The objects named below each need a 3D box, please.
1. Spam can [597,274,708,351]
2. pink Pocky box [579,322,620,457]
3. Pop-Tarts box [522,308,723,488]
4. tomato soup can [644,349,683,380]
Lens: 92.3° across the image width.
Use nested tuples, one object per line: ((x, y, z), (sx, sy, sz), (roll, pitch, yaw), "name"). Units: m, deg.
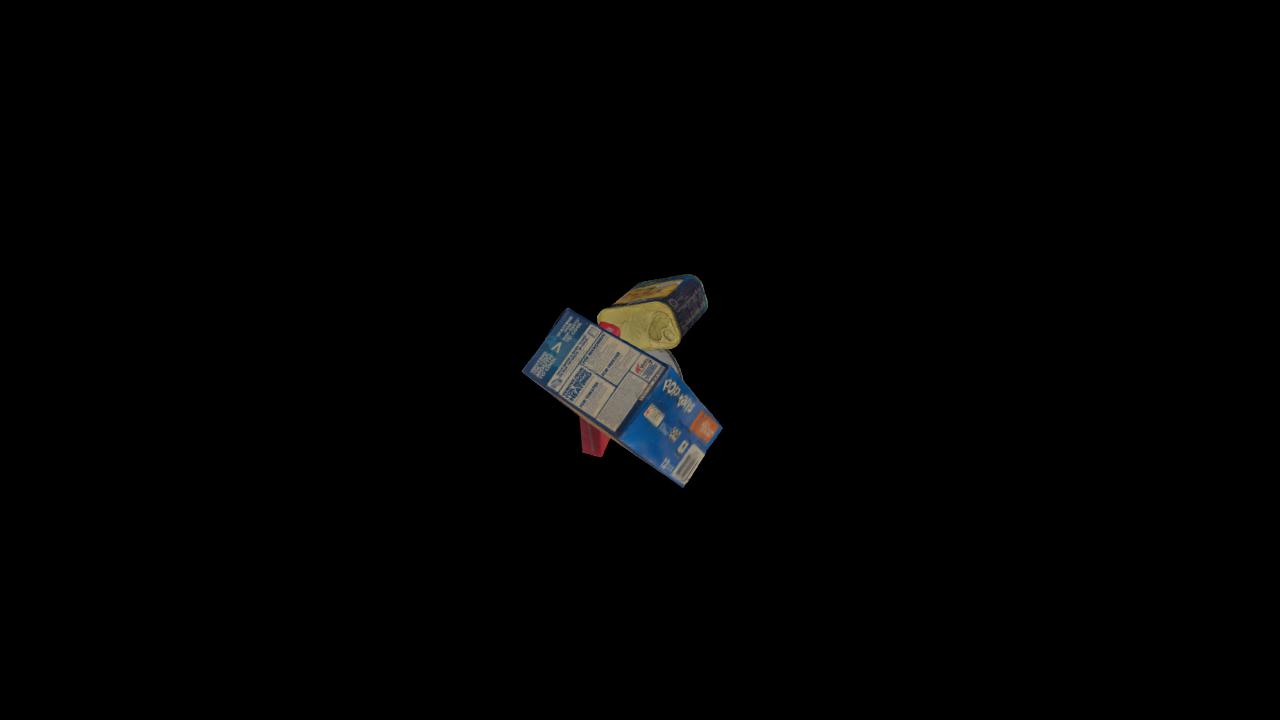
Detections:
((0.017, -0.055, 0.705), (0.101, 0.058, 0.085), (-4, 27, 34), "Spam can")
((-0.045, 0.037, 0.726), (0.029, 0.155, 0.084), (13, 47, 11), "pink Pocky box")
((-0.013, 0.042, 0.633), (0.141, 0.083, 0.167), (29, -11, 34), "Pop-Tarts box")
((-0.009, 0.029, 0.706), (0.101, 0.068, 0.068), (-22, 9, -23), "tomato soup can")
